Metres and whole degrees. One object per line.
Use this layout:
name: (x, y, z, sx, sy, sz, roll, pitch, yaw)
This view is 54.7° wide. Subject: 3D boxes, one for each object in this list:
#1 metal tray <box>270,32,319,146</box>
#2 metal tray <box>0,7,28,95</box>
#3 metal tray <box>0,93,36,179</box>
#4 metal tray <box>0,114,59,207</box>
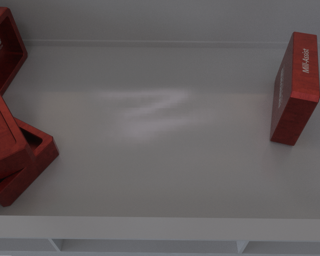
metal tray: (0.176, -0.053, 0.408, 0.030, 0.090, 0.130, 13, 51, 11)
metal tray: (-0.244, -0.103, 0.447, 0.030, 0.090, 0.130, 5, 50, 5)
metal tray: (-0.212, 0.008, 0.353, 0.091, 0.030, 0.130, -29, 56, -22)
metal tray: (-0.204, 0.026, 0.377, 0.130, 0.030, 0.090, 24, 54, 18)
